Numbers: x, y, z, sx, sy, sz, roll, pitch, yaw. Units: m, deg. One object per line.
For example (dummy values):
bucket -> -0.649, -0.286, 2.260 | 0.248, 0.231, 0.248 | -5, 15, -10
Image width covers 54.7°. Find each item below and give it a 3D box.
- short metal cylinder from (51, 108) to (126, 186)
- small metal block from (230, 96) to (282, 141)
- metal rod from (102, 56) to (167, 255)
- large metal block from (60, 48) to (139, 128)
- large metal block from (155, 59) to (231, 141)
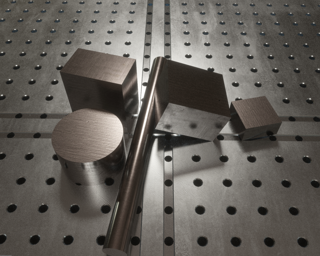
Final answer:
short metal cylinder -> -0.083, 0.022, 0.372 | 0.081, 0.050, 0.080 | 0, 50, 0
small metal block -> 0.128, -0.014, 0.421 | 0.050, 0.025, 0.050 | -10, 51, -9
metal rod -> -0.021, 0.009, 0.399 | 0.025, 0.025, 0.300 | 7, 50, 5
large metal block -> -0.076, -0.053, 0.415 | 0.080, 0.080, 0.050 | 13, 51, 10
large metal block -> 0.040, -0.036, 0.407 | 0.081, 0.050, 0.080 | 12, 48, -15
